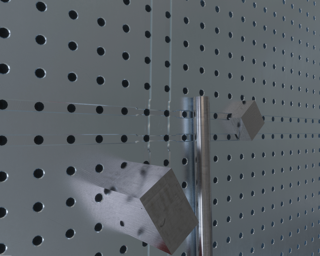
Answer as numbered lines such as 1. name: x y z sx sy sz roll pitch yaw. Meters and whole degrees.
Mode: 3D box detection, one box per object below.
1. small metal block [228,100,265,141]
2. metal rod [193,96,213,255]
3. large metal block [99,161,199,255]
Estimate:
1. small metal block: 0.151 -0.013 0.535 0.050 0.025 0.050 -46 118 -30
2. metal rod: 0.065 0.103 0.463 0.025 0.025 0.298 -2 92 -40
3. large metal block: -0.013 0.089 0.362 0.050 0.080 0.080 -40 115 -33
